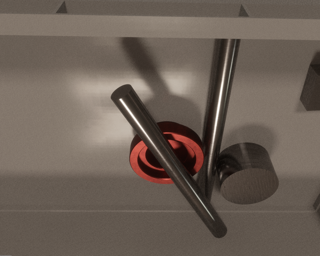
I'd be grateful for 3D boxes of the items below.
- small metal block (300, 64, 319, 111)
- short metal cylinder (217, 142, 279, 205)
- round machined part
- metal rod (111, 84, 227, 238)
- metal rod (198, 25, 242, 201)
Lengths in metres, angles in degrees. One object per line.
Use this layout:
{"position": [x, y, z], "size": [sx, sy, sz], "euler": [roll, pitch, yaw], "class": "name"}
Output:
{"position": [0.203, -0.049, 0.371], "size": [0.050, 0.025, 0.050], "euler": [-3, 130, 1], "class": "small metal block"}
{"position": [0.125, 0.067, 0.452], "size": [0.081, 0.050, 0.079], "euler": [0, 130, 0], "class": "short metal cylinder"}
{"position": [0.009, 0.029, 0.423], "size": [0.099, 0.042, 0.097], "euler": [-1, 130, 0], "class": "round machined part"}
{"position": [0.028, 0.064, 0.408], "size": [0.025, 0.025, 0.299], "euler": [-21, 128, 17], "class": "metal rod"}
{"position": [0.072, 0.011, 0.419], "size": [0.025, 0.025, 0.298], "euler": [0, 130, -1], "class": "metal rod"}
